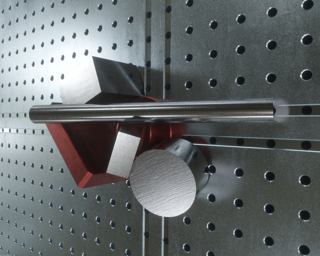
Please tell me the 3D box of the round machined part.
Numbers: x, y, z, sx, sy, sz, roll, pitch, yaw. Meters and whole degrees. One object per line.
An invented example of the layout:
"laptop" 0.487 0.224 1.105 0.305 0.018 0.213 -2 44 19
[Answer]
"round machined part" -0.024 0.006 0.420 0.098 0.042 0.097 0 90 39

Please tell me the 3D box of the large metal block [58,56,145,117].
"large metal block" -0.082 -0.053 0.436 0.080 0.081 0.050 -27 74 36

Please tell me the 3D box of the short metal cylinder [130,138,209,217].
"short metal cylinder" 0.012 0.057 0.366 0.080 0.050 0.079 6 105 23

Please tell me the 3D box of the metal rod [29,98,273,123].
"metal rod" -0.026 -0.018 0.367 0.301 0.025 0.025 0 90 20

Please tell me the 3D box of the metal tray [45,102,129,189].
"metal tray" -0.100 0.020 0.446 0.030 0.091 0.130 -51 61 28

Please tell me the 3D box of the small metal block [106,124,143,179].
"small metal block" -0.041 0.025 0.368 0.025 0.050 0.050 17 102 -5
